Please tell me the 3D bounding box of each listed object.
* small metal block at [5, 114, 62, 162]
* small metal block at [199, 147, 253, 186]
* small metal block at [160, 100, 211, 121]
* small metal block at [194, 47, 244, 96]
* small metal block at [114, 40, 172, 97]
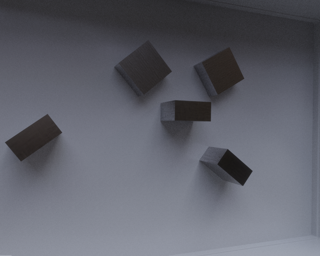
[{"bbox_3d":[-0.140,0.010,0.346,0.050,0.050,0.025,-38,103,-16],"label":"small metal block"},{"bbox_3d":[0.091,0.052,0.433,0.050,0.050,0.025,40,77,-16],"label":"small metal block"},{"bbox_3d":[0.033,-0.021,0.411,0.050,0.050,0.025,1,90,-20],"label":"small metal block"},{"bbox_3d":[0.085,-0.080,0.443,0.050,0.025,0.050,-31,101,-18],"label":"small metal block"},{"bbox_3d":[-0.022,-0.077,0.403,0.050,0.025,0.050,-42,104,-15],"label":"small metal block"}]
